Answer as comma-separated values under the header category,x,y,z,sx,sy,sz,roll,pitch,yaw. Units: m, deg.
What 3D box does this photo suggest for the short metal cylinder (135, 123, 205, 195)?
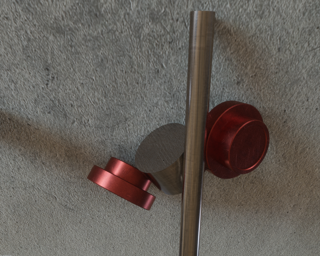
category,x,y,z,sx,sy,sz,roll,pitch,yaw
short metal cylinder,0.015,0.040,0.405,0.080,0.080,0.050,-25,126,19

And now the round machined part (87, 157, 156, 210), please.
category,x,y,z,sx,sy,sz,roll,pitch,yaw
round machined part,-0.049,0.074,0.437,0.098,0.042,0.098,26,167,7

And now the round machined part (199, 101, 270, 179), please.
category,x,y,z,sx,sy,sz,roll,pitch,yaw
round machined part,0.095,0.018,0.380,0.099,0.042,0.097,-11,111,-30

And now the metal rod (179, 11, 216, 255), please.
category,x,y,z,sx,sy,sz,roll,pitch,yaw
metal rod,0.040,0.026,0.352,0.025,0.025,0.298,1,106,-1
